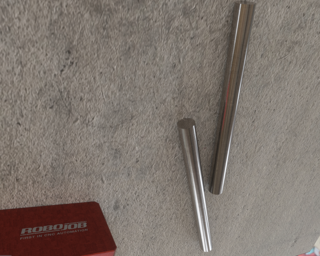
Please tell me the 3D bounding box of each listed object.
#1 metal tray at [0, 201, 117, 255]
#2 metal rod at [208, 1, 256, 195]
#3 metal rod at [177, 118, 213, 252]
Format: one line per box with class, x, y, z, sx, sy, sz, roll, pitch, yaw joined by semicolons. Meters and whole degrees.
metal tray;-0.130;0.135;0.378;0.131;0.090;0.030;2;117;-30
metal rod;0.098;-0.023;0.448;0.025;0.025;0.298;-12;124;-22
metal rod;0.063;0.111;0.512;0.025;0.025;0.298;-24;127;-14
